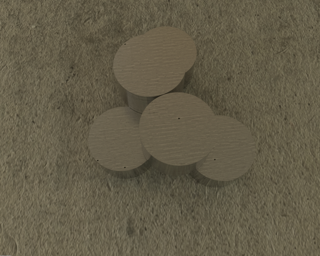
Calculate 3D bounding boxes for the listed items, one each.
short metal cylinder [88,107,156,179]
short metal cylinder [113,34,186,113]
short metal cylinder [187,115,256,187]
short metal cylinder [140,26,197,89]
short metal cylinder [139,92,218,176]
[{"bbox_3d":[-0.044,0.020,0.388,0.081,0.050,0.080,0,70,0],"label":"short metal cylinder"},{"bbox_3d":[-0.011,-0.062,0.365,0.080,0.050,0.080,0,70,0],"label":"short metal cylinder"},{"bbox_3d":[0.071,0.030,0.385,0.081,0.050,0.080,0,70,0],"label":"short metal cylinder"},{"bbox_3d":[0.008,-0.092,0.430,0.081,0.050,0.080,0,70,0],"label":"short metal cylinder"},{"bbox_3d":[0.019,0.008,0.339,0.081,0.050,0.080,0,70,-1],"label":"short metal cylinder"}]
